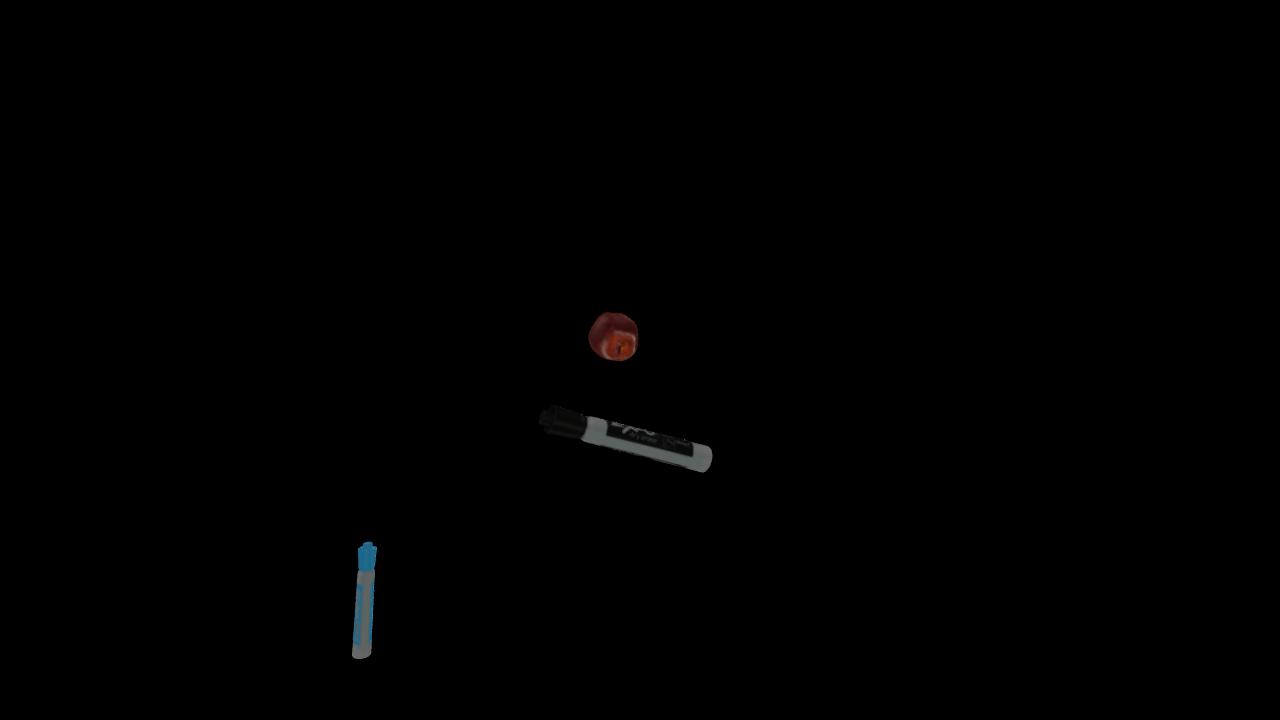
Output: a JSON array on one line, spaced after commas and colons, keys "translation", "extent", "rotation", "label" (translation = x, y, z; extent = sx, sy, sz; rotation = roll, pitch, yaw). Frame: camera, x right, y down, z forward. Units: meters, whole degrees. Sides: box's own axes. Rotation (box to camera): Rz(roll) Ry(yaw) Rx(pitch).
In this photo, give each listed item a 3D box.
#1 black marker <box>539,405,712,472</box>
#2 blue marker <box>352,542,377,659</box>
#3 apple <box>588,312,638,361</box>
[{"translation": [-0.008, 0.052, 0.405], "extent": [0.121, 0.020, 0.020], "rotation": [18, -7, -21], "label": "black marker"}, {"translation": [-0.293, 0.254, 0.654], "extent": [0.020, 0.121, 0.020], "rotation": [4, 1, 0], "label": "blue marker"}, {"translation": [-0.042, -0.037, 0.976], "extent": [0.079, 0.079, 0.093], "rotation": [0, 33, -18], "label": "apple"}]
